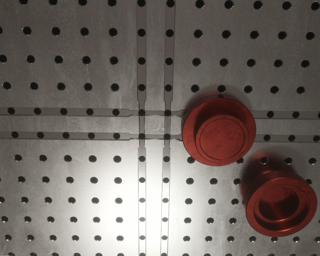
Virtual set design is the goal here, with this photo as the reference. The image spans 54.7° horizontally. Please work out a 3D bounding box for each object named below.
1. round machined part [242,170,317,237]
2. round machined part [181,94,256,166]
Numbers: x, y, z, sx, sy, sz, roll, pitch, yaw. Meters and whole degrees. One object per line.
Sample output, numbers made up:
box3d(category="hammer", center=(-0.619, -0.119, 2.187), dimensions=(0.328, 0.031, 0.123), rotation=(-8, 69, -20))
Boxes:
box3d(category="round machined part", center=(0.167, 0.104, 0.445), dimensions=(0.099, 0.042, 0.097), rotation=(0, 110, -1))
box3d(category="round machined part", center=(0.078, 0.008, 0.408), dimensions=(0.099, 0.042, 0.097), rotation=(0, 110, -1))
